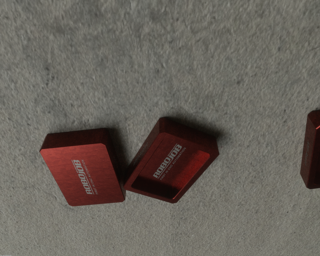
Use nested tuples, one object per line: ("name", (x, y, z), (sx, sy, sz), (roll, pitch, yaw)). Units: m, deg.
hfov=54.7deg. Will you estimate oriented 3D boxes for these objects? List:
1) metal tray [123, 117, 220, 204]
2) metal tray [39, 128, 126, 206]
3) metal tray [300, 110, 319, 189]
("metal tray", (0.013, 0.052, 0.448), (0.091, 0.030, 0.129), (20, 127, -17))
("metal tray", (-0.107, 0.062, 0.455), (0.091, 0.030, 0.129), (-6, 130, 5))
("metal tray", (0.252, 0.029, 0.432), (0.090, 0.030, 0.129), (-9, 130, 7))
